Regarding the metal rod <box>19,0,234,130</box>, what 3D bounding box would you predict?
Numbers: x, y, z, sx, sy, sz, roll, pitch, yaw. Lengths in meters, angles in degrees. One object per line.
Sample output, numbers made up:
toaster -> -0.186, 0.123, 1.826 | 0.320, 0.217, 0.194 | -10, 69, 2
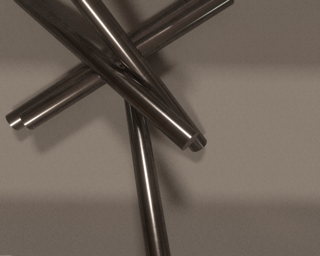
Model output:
metal rod -> -0.040, -0.088, 0.391 | 0.301, 0.025, 0.025 | -32, 90, -1

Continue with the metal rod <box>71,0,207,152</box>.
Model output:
metal rod -> -0.035, -0.082, 0.351 | 0.025, 0.025, 0.300 | -40, 115, 0

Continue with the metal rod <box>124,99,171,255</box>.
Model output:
metal rod -> -0.015, 0.058, 0.349 | 0.025, 0.025, 0.299 | -10, 65, 0

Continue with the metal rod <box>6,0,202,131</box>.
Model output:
metal rod -> -0.069, -0.089, 0.410 | 0.301, 0.025, 0.025 | -33, 90, -1

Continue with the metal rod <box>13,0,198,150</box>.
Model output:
metal rod -> -0.076, -0.081, 0.367 | 0.300, 0.025, 0.025 | 41, 90, 17
